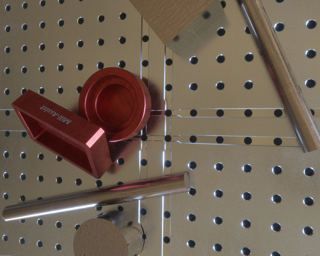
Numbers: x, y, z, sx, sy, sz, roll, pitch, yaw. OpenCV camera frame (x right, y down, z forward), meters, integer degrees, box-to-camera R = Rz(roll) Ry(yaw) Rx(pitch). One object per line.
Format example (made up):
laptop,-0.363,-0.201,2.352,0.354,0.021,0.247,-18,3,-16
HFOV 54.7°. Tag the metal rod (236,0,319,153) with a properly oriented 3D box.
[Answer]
metal rod,0.122,-0.115,0.369,0.025,0.025,0.299,-23,83,18

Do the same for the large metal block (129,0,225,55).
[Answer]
large metal block,0.022,-0.154,0.391,0.080,0.050,0.080,-39,78,15

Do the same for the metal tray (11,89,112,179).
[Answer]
metal tray,-0.131,0.010,0.424,0.130,0.090,0.030,26,58,17

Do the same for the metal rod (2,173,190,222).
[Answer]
metal rod,-0.103,0.104,0.447,0.301,0.025,0.025,-14,86,19

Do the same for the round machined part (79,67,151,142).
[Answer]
round machined part,-0.057,-0.031,0.423,0.098,0.042,0.097,0,90,19

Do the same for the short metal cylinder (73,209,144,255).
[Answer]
short metal cylinder,-0.069,0.156,0.422,0.080,0.050,0.079,0,90,19
